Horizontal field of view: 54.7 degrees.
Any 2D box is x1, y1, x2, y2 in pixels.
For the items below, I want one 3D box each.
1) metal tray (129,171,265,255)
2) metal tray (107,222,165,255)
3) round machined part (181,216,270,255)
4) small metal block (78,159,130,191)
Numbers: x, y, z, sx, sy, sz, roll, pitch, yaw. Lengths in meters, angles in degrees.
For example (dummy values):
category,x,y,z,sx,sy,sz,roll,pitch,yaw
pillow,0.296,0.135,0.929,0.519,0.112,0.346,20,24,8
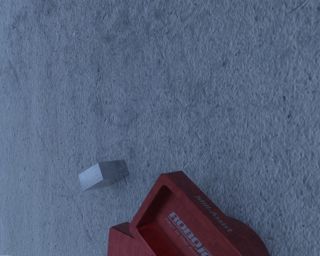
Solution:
category,x,y,z,sx,sy,sz,roll,pitch,yaw
metal tray,0.032,0.119,0.320,0.130,0.030,0.089,44,117,31
metal tray,-0.018,0.192,0.416,0.130,0.030,0.089,10,96,39
round machined part,0.074,0.143,0.333,0.098,0.042,0.097,0,90,40
small metal block,-0.082,0.069,0.457,0.050,0.050,0.025,-32,70,35
